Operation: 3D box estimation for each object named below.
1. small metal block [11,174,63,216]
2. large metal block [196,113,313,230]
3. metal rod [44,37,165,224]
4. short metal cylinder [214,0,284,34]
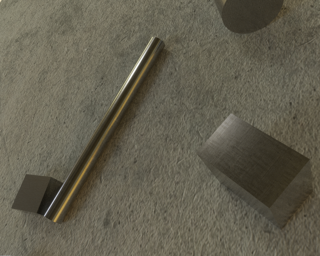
[{"bbox_3d":[-0.172,0.094,0.434,0.050,0.025,0.050,1,62,28],"label":"small metal block"},{"bbox_3d":[0.092,0.042,0.294,0.050,0.080,0.080,-48,52,-6],"label":"large metal block"},{"bbox_3d":[-0.071,-0.008,0.444,0.025,0.025,0.300,17,70,34],"label":"metal rod"},{"bbox_3d":[0.116,-0.175,0.414,0.080,0.080,0.050,-21,54,15],"label":"short metal cylinder"}]
